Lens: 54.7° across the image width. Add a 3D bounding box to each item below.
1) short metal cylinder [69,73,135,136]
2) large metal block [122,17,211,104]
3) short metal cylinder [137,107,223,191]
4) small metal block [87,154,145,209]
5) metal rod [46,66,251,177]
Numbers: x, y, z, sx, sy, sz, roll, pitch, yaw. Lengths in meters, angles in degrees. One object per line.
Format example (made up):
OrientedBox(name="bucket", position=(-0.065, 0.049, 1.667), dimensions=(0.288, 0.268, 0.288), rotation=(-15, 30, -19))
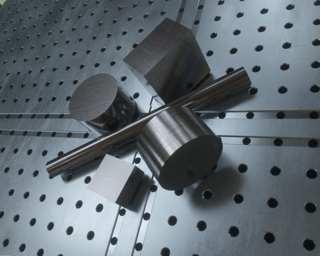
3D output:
OrientedBox(name="short metal cylinder", position=(-0.083, -0.032, 0.451), dimensions=(0.080, 0.050, 0.080), rotation=(-13, 56, 21))
OrientedBox(name="large metal block", position=(0.011, -0.083, 0.414), dimensions=(0.080, 0.080, 0.050), rotation=(-45, 51, -3))
OrientedBox(name="short metal cylinder", position=(0.022, 0.023, 0.343), dimensions=(0.080, 0.080, 0.050), rotation=(-40, 52, 1))
OrientedBox(name="small metal block", position=(-0.056, 0.066, 0.392), dimensions=(0.050, 0.025, 0.050), rotation=(16, 70, 34))
OrientedBox(name="metal rod", position=(-0.024, -0.003, 0.418), dimensions=(0.301, 0.025, 0.025), rotation=(-25, 53, 12))
